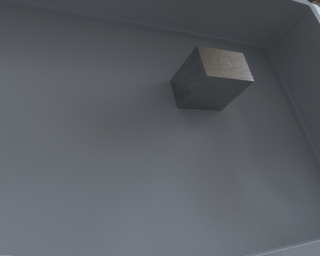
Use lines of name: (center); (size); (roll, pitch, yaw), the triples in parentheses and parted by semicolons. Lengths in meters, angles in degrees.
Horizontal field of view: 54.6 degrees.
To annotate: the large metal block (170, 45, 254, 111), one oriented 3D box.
large metal block: (0.073, -0.068, 0.451); (0.081, 0.080, 0.050); (1, 61, -28)
